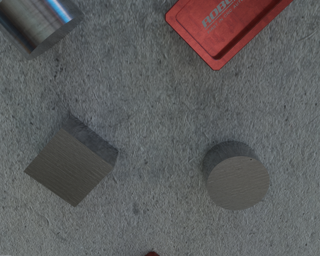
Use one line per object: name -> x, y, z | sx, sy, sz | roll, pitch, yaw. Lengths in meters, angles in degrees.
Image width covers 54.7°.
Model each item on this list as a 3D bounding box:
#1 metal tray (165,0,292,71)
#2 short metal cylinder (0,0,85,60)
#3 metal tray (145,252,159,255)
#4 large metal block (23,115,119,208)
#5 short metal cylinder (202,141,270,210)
metal tray -> 0.080, -0.142, 0.355 | 0.090, 0.030, 0.130 | 43, 104, -14
short metal cylinder -> -0.130, -0.118, 0.335 | 0.080, 0.080, 0.050 | -36, 106, 12
metal tray -> -0.028, 0.271, 0.506 | 0.130, 0.030, 0.090 | -42, 105, 13
large metal block -> -0.115, 0.044, 0.411 | 0.080, 0.050, 0.080 | 41, 105, -14
short metal cylinder -> 0.100, 0.064, 0.421 | 0.081, 0.050, 0.079 | 0, 110, 0
